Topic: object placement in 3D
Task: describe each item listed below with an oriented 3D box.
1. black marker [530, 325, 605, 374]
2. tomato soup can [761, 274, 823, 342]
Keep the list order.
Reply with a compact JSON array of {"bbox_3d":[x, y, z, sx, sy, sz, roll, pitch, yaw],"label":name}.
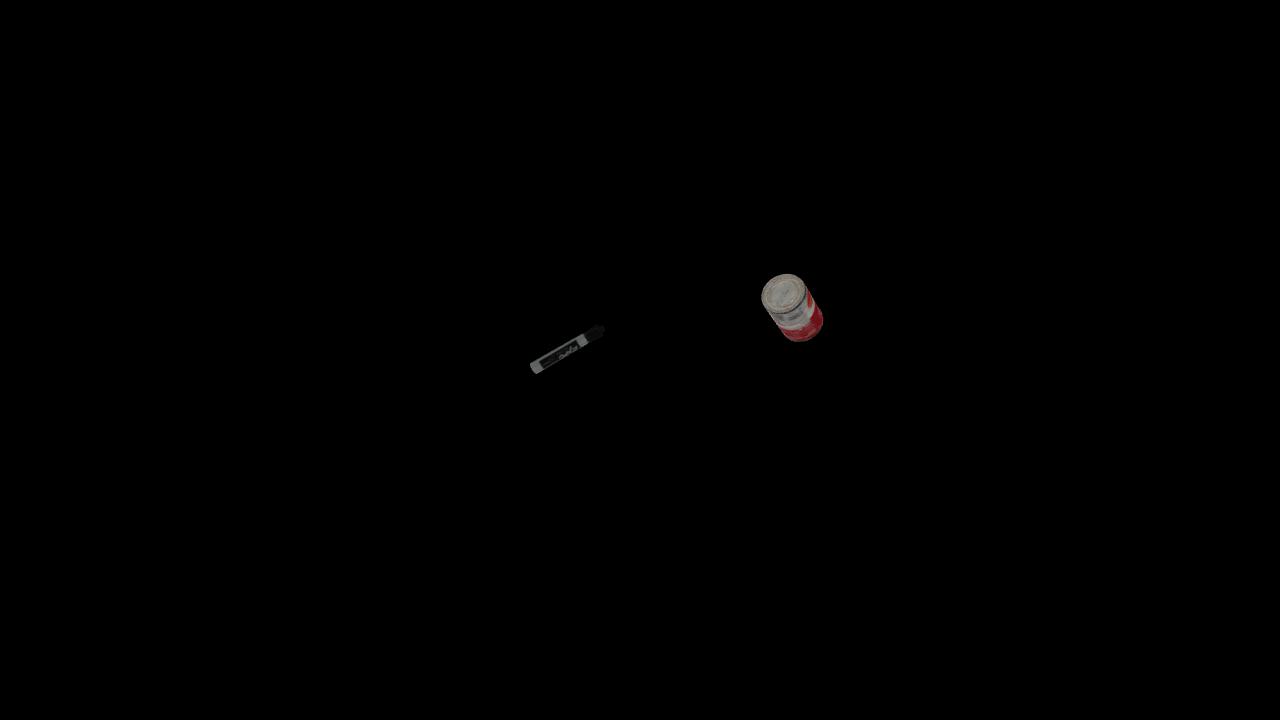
[{"bbox_3d":[-0.105,-0.017,0.898,0.121,0.020,0.020,-29,-5,8],"label":"black marker"},{"bbox_3d":[0.228,-0.078,0.923,0.068,0.068,0.101,0,-22,32],"label":"tomato soup can"}]
